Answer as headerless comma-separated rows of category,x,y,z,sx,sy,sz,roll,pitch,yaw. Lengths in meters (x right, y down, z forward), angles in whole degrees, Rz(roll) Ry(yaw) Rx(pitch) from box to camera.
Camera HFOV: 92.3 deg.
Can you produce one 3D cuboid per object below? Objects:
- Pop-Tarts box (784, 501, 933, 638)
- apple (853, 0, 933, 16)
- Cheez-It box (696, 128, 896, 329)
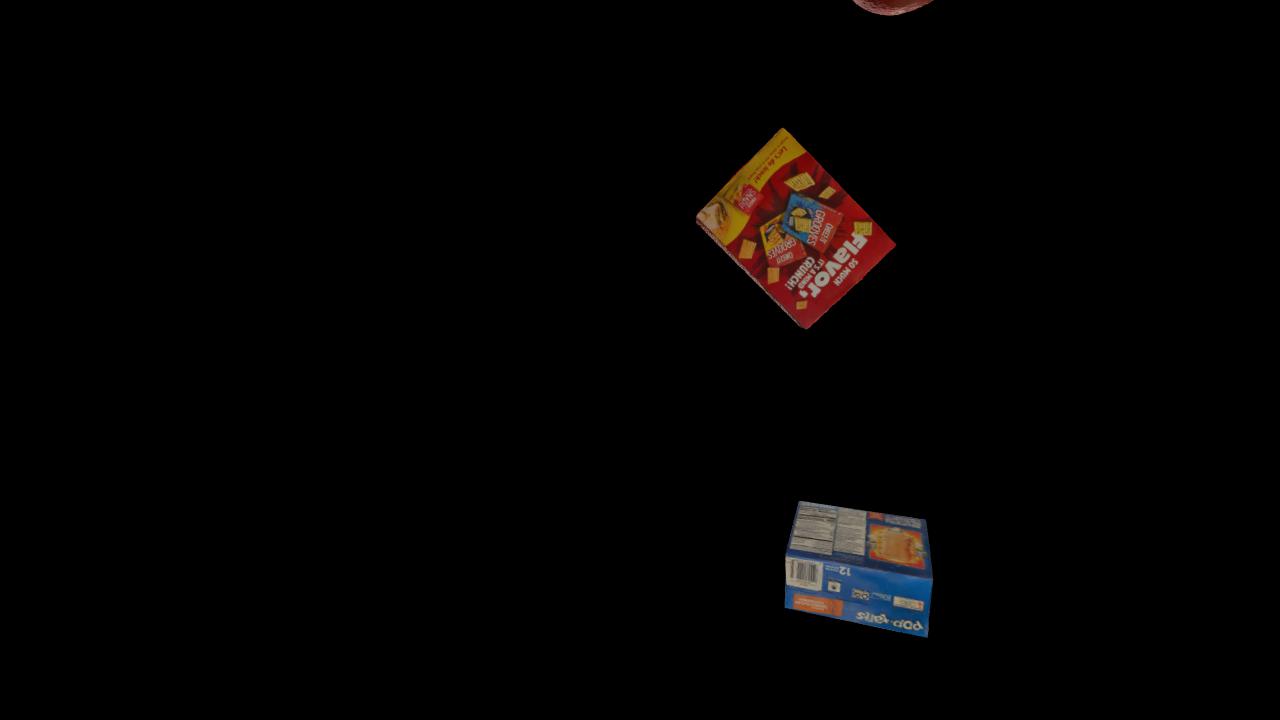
Pop-Tarts box,0.280,0.261,0.792,0.167,0.083,0.141,5,18,20
apple,0.180,-0.278,0.416,0.093,0.079,0.079,-7,-1,8
Cheez-It box,0.211,-0.178,0.853,0.166,0.223,0.071,-45,0,9
